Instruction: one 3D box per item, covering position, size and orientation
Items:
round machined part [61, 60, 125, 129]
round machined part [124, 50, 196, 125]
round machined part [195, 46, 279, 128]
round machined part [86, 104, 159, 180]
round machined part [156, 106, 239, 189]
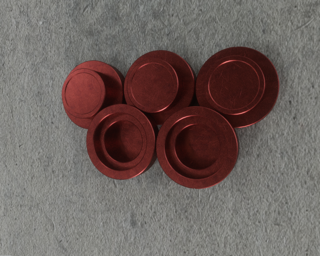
[{"bbox_3d":[-0.097,-0.047,0.434,0.098,0.042,0.097,0,90,19],"label":"round machined part"},{"bbox_3d":[-0.003,-0.053,0.402,0.098,0.042,0.097,0,90,19],"label":"round machined part"},{"bbox_3d":[0.090,-0.049,0.369,0.098,0.042,0.097,0,90,19],"label":"round machined part"},{"bbox_3d":[-0.045,0.018,0.416,0.098,0.042,0.097,0,90,19],"label":"round machined part"},{"bbox_3d":[0.048,0.023,0.384,0.098,0.042,0.097,0,90,19],"label":"round machined part"}]
